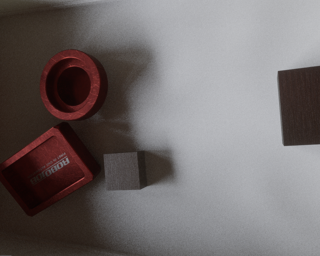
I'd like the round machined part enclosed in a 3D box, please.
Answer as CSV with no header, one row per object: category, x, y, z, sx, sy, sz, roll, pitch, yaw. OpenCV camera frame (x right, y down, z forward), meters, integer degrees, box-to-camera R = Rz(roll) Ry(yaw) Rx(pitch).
round machined part,-0.117,-0.059,0.441,0.098,0.042,0.097,0,90,19

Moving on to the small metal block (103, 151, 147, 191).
small metal block,-0.047,0.058,0.426,0.050,0.025,0.050,-6,88,19

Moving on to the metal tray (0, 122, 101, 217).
metal tray,-0.163,0.061,0.449,0.130,0.030,0.090,-32,98,17

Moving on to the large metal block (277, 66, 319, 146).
large metal block,0.174,-0.024,0.336,0.080,0.050,0.080,-5,89,19
